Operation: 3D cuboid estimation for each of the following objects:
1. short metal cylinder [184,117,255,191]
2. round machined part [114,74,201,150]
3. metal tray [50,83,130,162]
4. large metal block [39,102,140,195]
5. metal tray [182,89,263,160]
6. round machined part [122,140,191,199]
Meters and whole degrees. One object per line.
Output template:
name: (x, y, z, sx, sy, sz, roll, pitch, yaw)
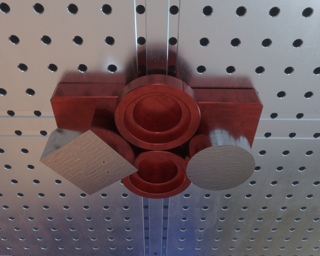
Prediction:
short metal cylinder: (0.071, 0.032, 0.383, 0.081, 0.050, 0.079, 0, 130, 0)
round machined part: (-0.003, -0.022, 0.369, 0.099, 0.042, 0.097, 0, 130, 0)
metal tray: (-0.083, 0.004, 0.410, 0.091, 0.030, 0.129, 0, 130, -2)
large metal block: (-0.081, 0.028, 0.378, 0.080, 0.050, 0.080, -30, 124, 23)
metal tray: (0.076, 0.010, 0.415, 0.091, 0.030, 0.129, 0, 130, -1)
round machined part: (-0.004, 0.052, 0.433, 0.099, 0.042, 0.097, 0, 130, 0)
